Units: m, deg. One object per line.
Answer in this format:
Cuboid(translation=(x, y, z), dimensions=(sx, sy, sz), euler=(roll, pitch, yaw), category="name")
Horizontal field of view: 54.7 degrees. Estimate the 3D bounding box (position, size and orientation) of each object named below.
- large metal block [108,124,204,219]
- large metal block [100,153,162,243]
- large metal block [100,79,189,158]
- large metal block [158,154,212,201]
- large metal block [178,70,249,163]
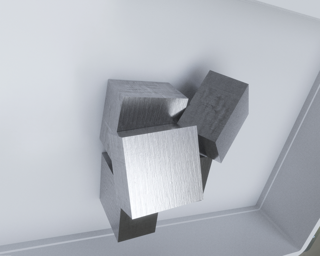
Cuboid(translation=(-0.005, 0.041, 0.330), dimensions=(0.081, 0.050, 0.079), euler=(-9, 97, -24), category="large metal block")
Cuboid(translation=(-0.041, 0.084, 0.402), dimensions=(0.050, 0.080, 0.079), euler=(-7, 122, -26), category="large metal block")
Cuboid(translation=(-0.022, -0.010, 0.374), dimensions=(0.081, 0.050, 0.079), euler=(-1, 119, -28), category="large metal block")
Cuboid(translation=(0.020, 0.064, 0.440), dimensions=(0.081, 0.050, 0.079), euler=(-5, 121, -26), category="large metal block")
Cuboid(translation=(0.070, -0.012, 0.391), dimensions=(0.080, 0.050, 0.080), euler=(-58, 155, -13), category="large metal block")
